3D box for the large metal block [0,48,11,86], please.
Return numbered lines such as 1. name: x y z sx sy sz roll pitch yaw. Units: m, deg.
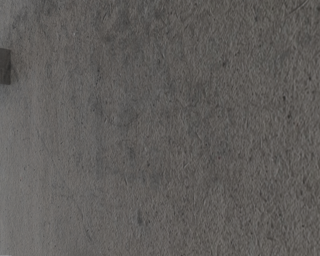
1. large metal block: -0.386 -0.139 0.708 0.080 0.050 0.079 2 92 40
